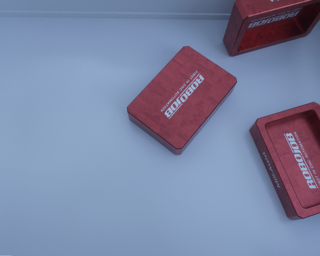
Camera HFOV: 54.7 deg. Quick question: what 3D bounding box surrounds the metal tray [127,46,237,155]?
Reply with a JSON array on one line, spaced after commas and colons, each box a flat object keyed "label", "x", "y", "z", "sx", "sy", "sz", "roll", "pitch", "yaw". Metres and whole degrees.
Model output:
[{"label": "metal tray", "x": 0.030, "y": -0.040, "z": 0.422, "sx": 0.090, "sy": 0.030, "sz": 0.130, "roll": 37, "pitch": 74, "yaw": 12}]

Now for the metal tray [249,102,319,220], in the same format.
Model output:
[{"label": "metal tray", "x": 0.183, "y": 0.040, "z": 0.393, "sx": 0.091, "sy": 0.030, "sz": 0.130, "roll": -16, "pitch": 71, "yaw": -6}]

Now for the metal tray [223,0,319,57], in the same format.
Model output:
[{"label": "metal tray", "x": 0.161, "y": -0.151, "z": 0.431, "sx": 0.131, "sy": 0.090, "sz": 0.030, "roll": -17, "pitch": 71, "yaw": -6}]
